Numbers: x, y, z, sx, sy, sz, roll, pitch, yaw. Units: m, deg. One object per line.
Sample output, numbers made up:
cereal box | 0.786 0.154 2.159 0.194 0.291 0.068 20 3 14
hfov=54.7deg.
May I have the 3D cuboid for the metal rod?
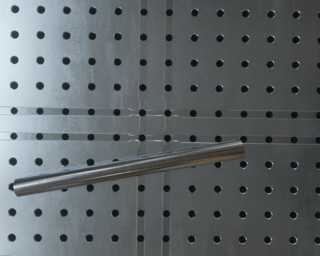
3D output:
metal rod | -0.039 0.053 0.412 0.302 0.025 0.025 -10 90 -1
